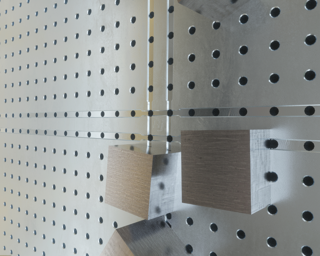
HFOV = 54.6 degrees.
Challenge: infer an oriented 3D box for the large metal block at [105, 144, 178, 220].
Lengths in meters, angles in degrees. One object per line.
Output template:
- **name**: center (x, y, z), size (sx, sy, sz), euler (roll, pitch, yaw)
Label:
- **large metal block**: center (-0.026, 0.067, 0.416), size (0.080, 0.050, 0.080), euler (8, 95, 40)

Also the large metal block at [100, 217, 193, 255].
- **large metal block**: center (-0.013, 0.163, 0.386), size (0.080, 0.081, 0.050), euler (44, 117, 31)

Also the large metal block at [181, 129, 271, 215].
- **large metal block**: center (0.070, 0.042, 0.336), size (0.080, 0.050, 0.080), euler (-1, 89, 40)

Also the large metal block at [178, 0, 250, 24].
- **large metal block**: center (0.049, -0.171, 0.334), size (0.050, 0.081, 0.080), euler (-31, 71, 36)
